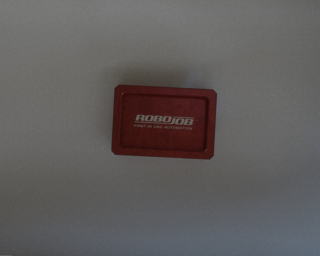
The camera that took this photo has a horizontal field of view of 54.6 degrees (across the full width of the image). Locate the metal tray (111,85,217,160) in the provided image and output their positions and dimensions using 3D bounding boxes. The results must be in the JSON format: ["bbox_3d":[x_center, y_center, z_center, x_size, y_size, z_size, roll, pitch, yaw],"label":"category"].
[{"bbox_3d":[0.005,-0.008,0.408,0.131,0.030,0.090,3,90,0],"label":"metal tray"}]
